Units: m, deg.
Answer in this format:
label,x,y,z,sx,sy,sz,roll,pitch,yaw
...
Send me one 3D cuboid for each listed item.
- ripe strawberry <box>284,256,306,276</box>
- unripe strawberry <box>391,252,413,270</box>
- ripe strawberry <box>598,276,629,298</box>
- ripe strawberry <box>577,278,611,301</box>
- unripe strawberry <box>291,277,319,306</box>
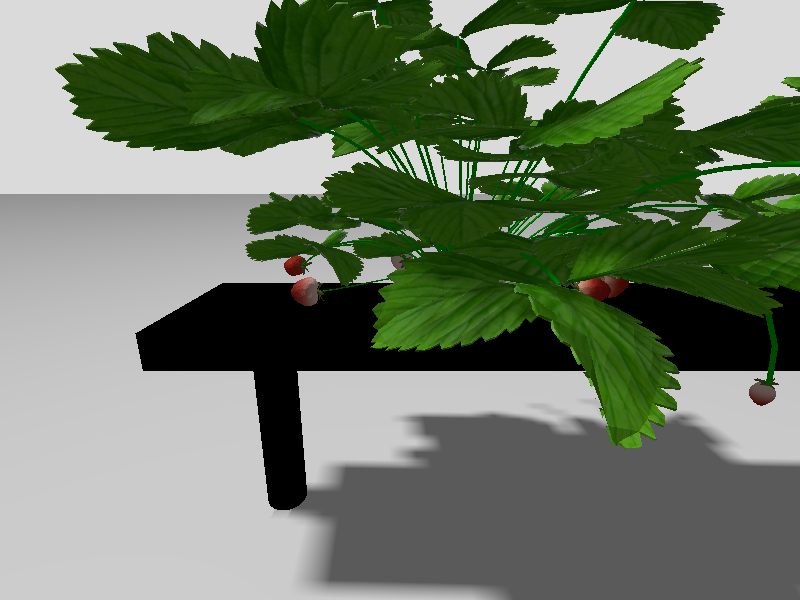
label,x,y,z,sx,sy,sz,roll,pitch,yaw
ripe strawberry,-0.121,-0.039,0.458,0.026,0.022,0.026,4,16,30
unripe strawberry,0.002,-0.051,0.492,0.027,0.029,0.030,-6,17,-21
ripe strawberry,0.202,-0.016,0.378,0.029,0.028,0.026,0,17,-7
ripe strawberry,0.170,-0.009,0.354,0.028,0.024,0.028,2,17,4
unripe strawberry,-0.083,-0.007,0.350,0.024,0.025,0.022,-2,17,-5
